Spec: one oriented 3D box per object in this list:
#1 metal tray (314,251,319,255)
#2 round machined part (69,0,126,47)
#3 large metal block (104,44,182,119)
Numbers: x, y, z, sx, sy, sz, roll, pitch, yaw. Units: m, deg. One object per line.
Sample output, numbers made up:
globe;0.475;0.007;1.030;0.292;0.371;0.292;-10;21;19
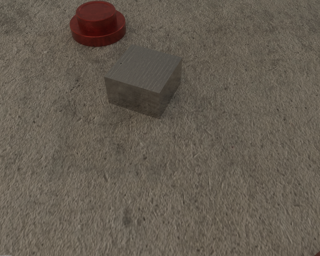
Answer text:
metal tray;0.159;0.179;0.250;0.090;0.030;0.130;23;54;18
round machined part;-0.112;-0.191;0.552;0.099;0.042;0.098;0;50;0
large metal block;-0.021;-0.068;0.444;0.080;0.050;0.080;19;52;15
